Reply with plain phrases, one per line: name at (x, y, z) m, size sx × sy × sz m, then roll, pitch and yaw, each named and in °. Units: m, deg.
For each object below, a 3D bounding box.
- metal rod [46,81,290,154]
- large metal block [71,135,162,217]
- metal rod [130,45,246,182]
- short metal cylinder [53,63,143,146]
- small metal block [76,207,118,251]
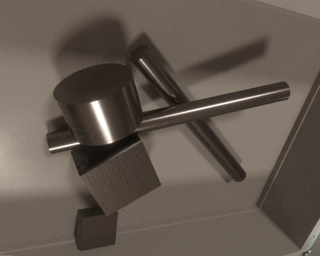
metal rod at (0.019, -0.016, 0.380) m, size 0.302 × 0.025 × 0.025 m, roll -13°, pitch 125°, yaw -11°
large metal block at (-0.054, 0.053, 0.397) m, size 0.080 × 0.050 × 0.080 m, roll -29°, pitch 129°, yaw -11°
metal rod at (0.057, 0.000, 0.441) m, size 0.025 × 0.025 × 0.300 m, roll -43°, pitch 130°, yaw 1°
short metal cylinder at (-0.062, -0.026, 0.324) m, size 0.081 × 0.080 × 0.050 m, roll -24°, pitch 127°, yaw -14°
small metal block at (-0.090, 0.141, 0.440) m, size 0.050 × 0.025 × 0.050 m, roll 0°, pitch 102°, yaw -29°
